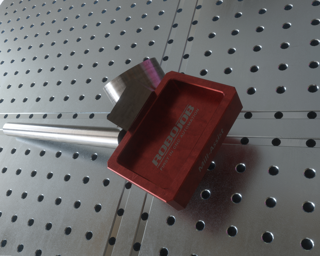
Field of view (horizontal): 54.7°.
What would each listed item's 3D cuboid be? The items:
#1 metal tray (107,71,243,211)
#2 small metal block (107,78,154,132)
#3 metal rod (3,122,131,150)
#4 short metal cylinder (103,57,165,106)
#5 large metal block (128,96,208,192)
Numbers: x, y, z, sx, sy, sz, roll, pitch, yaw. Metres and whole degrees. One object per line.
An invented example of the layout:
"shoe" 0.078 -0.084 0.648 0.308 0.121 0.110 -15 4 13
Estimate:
"metal tray" 0.015 0.007 0.323 0.090 0.030 0.130 22 73 36
"small metal block" -0.031 -0.027 0.346 0.025 0.050 0.050 33 98 -1
"metal rod" -0.150 0.007 0.442 0.300 0.025 0.025 3 63 41
"short metal cylinder" -0.027 -0.050 0.409 0.080 0.080 0.050 -30 95 8
"large metal block" 0.003 0.019 0.376 0.080 0.050 0.080 -31 52 8
